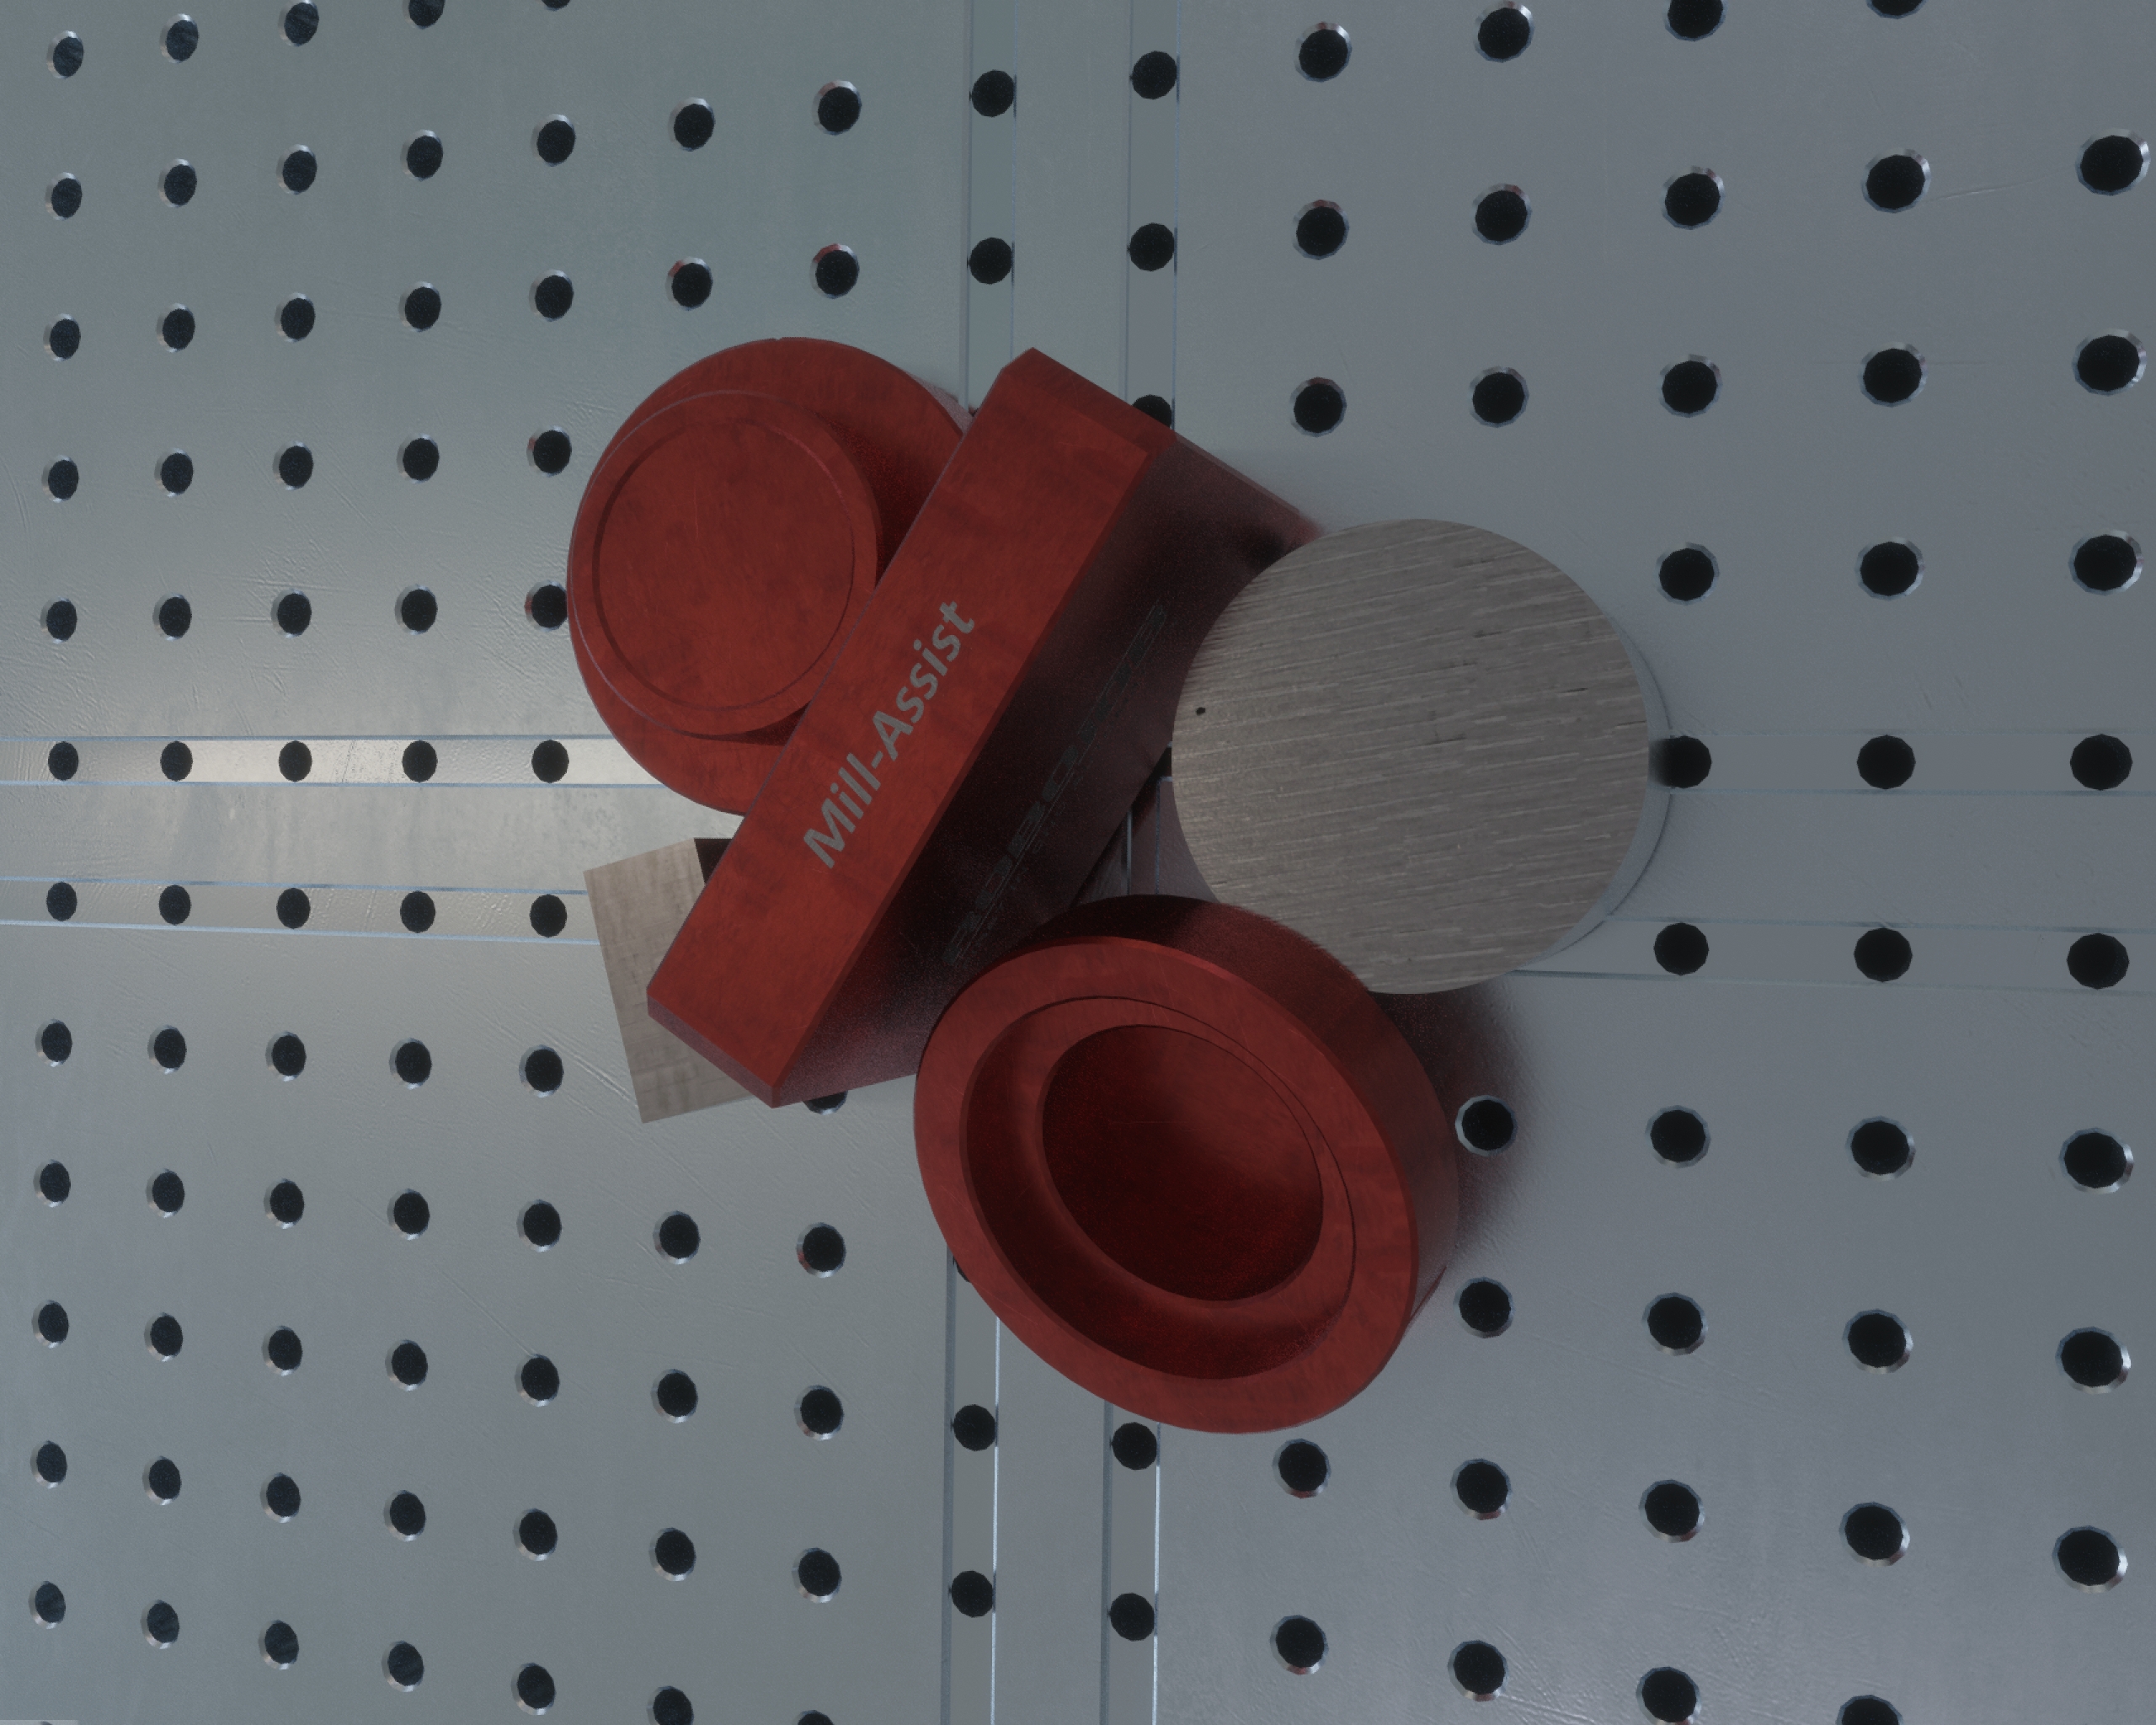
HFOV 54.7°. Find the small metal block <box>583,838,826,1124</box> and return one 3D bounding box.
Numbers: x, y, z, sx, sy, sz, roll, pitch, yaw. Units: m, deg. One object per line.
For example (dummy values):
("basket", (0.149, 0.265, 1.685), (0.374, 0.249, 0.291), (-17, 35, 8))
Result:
("small metal block", (-0.069, 0.022, 0.419), (0.025, 0.050, 0.050), (-16, 85, 19))

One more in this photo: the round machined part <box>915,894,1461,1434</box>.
("round machined part", (0.023, 0.050, 0.379), (0.098, 0.042, 0.097), (12, 117, 26))

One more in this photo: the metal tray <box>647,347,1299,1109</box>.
("metal tray", (-0.015, -0.021, 0.379), (0.030, 0.090, 0.129), (35, 101, 16))

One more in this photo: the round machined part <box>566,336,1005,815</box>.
("round machined part", (-0.062, -0.058, 0.420), (0.098, 0.042, 0.097), (0, 90, 19))

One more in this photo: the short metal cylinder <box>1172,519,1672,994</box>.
("short metal cylinder", (0.063, -0.018, 0.373), (0.080, 0.050, 0.079), (0, 90, 20))
